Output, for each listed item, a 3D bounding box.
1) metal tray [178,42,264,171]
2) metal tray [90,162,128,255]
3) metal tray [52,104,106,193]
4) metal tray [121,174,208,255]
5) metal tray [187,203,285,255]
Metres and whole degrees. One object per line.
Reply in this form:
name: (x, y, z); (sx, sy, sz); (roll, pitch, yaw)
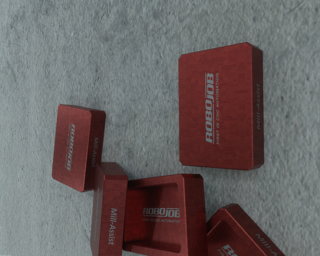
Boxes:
metal tray: (0.066, -0.022, 0.346); (0.090, 0.030, 0.129); (-1, 89, 39)
metal tray: (-0.073, 0.119, 0.432); (0.090, 0.030, 0.129); (-163, 77, -71)
metal tray: (-0.136, 0.030, 0.511); (0.090, 0.030, 0.129); (12, 98, 39)
metal tray: (-0.001, 0.105, 0.374); (0.130, 0.030, 0.090); (-18, 69, 50)
metal tray: (0.090, 0.158, 0.325); (0.130, 0.030, 0.089); (48, 118, 29)
